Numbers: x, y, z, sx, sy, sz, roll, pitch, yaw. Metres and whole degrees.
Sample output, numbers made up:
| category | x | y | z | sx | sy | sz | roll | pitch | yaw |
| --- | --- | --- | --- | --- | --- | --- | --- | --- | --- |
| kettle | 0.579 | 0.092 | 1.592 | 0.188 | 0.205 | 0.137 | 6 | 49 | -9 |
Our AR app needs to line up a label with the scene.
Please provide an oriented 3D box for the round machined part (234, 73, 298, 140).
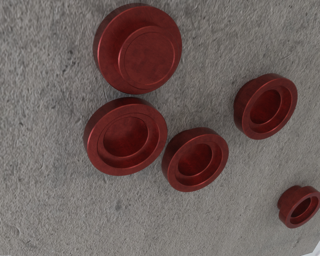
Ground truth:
| category | x | y | z | sx | sy | sz | roll | pitch | yaw |
| --- | --- | --- | --- | --- | --- | --- | --- | --- | --- |
| round machined part | 0.149 | -0.035 | 0.455 | 0.099 | 0.042 | 0.097 | -14 | 124 | -21 |

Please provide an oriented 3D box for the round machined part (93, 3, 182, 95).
| category | x | y | z | sx | sy | sz | roll | pitch | yaw |
| --- | --- | --- | --- | --- | --- | --- | --- | --- | --- |
| round machined part | -0.019 | -0.080 | 0.336 | 0.099 | 0.042 | 0.097 | -14 | 124 | -21 |

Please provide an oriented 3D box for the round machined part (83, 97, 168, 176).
| category | x | y | z | sx | sy | sz | roll | pitch | yaw |
| --- | --- | --- | --- | --- | --- | --- | --- | --- | --- |
| round machined part | -0.044 | 0.006 | 0.376 | 0.099 | 0.042 | 0.097 | -14 | 124 | -21 |

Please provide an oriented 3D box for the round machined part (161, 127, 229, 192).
| category | x | y | z | sx | sy | sz | roll | pitch | yaw |
| --- | --- | --- | --- | --- | --- | --- | --- | --- | --- |
| round machined part | 0.046 | 0.041 | 0.446 | 0.099 | 0.042 | 0.097 | -14 | 124 | -21 |

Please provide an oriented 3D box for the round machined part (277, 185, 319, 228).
| category | x | y | z | sx | sy | sz | roll | pitch | yaw |
| --- | --- | --- | --- | --- | --- | --- | --- | --- | --- |
| round machined part | 0.288 | 0.160 | 0.652 | 0.099 | 0.042 | 0.097 | -14 | 124 | -21 |
